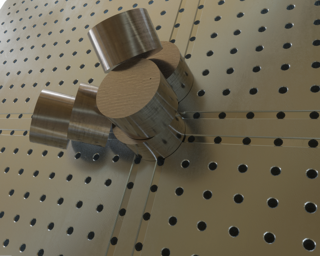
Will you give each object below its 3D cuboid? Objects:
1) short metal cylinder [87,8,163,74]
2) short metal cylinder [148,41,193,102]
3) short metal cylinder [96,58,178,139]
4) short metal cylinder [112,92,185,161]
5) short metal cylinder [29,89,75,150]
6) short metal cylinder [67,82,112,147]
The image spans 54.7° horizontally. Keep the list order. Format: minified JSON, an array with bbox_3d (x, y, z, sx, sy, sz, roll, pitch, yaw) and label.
[{"bbox_3d":[-0.043,-0.107,0.388,0.080,0.080,0.050,-22,97,15],"label":"short metal cylinder"},{"bbox_3d":[0.000,-0.075,0.437,0.080,0.050,0.080,-13,56,21],"label":"short metal cylinder"},{"bbox_3d":[-0.026,-0.034,0.360,0.080,0.050,0.080,-13,56,21],"label":"short metal cylinder"},{"bbox_3d":[-0.014,-0.004,0.401,0.080,0.050,0.080,-13,56,21],"label":"short metal cylinder"},{"bbox_3d":[-0.152,-0.013,0.452,0.050,0.080,0.080,14,61,-12],"label":"short metal cylinder"},{"bbox_3d":[-0.091,-0.018,0.422,0.050,0.080,0.080,14,61,-12],"label":"short metal cylinder"}]
